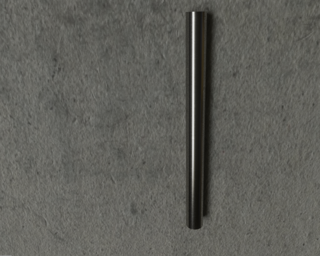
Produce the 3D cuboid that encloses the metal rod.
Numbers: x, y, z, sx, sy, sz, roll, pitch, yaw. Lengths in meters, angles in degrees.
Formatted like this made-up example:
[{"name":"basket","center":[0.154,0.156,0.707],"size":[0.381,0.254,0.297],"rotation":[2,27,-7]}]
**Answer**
[{"name":"metal rod","center":[0.047,0.004,0.412],"size":[0.025,0.025,0.298],"rotation":[-2,110,0]}]
